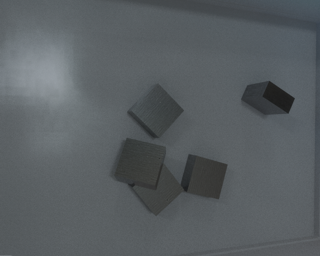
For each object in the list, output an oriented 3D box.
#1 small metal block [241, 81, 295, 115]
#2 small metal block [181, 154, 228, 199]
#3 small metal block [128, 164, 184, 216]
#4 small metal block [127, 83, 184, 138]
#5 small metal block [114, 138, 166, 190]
[{"bbox_3d":[0.157,-0.043,0.455,0.050,0.050,0.025,28,81,-18],"label":"small metal block"},{"bbox_3d":[0.061,0.068,0.433,0.050,0.025,0.050,17,84,-19],"label":"small metal block"},{"bbox_3d":[-0.005,0.078,0.409,0.050,0.025,0.050,-40,103,-16],"label":"small metal block"},{"bbox_3d":[-0.006,-0.022,0.408,0.050,0.025,0.050,45,76,-15],"label":"small metal block"},{"bbox_3d":[-0.023,0.045,0.384,0.050,0.025,0.050,13,66,7],"label":"small metal block"}]
